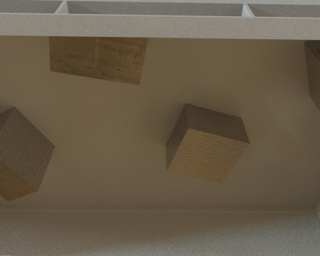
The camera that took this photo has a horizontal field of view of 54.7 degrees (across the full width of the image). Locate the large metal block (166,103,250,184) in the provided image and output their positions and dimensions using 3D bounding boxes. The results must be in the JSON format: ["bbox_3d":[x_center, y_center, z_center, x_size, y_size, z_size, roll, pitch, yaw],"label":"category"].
[{"bbox_3d":[0.059,0.022,0.412,0.081,0.050,0.079,14,129,-12],"label":"large metal block"}]

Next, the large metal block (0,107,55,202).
[{"bbox_3d":[-0.192,0.034,0.400,0.050,0.080,0.080,-21,127,17],"label":"large metal block"}]

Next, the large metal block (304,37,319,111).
[{"bbox_3d":[0.199,-0.049,0.333,0.050,0.080,0.080,-17,128,14],"label":"large metal block"}]

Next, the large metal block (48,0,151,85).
[{"bbox_3d":[-0.054,-0.089,0.296,0.081,0.080,0.050,8,130,-7],"label":"large metal block"}]
